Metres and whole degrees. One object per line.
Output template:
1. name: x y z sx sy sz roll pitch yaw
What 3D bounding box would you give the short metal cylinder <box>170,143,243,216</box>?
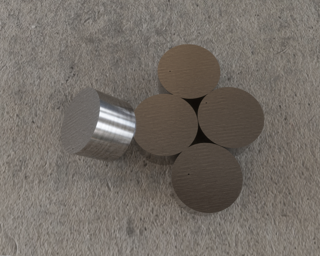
1. short metal cylinder: 0.053 0.063 0.373 0.081 0.050 0.080 0 70 0

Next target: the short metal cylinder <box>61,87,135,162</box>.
1. short metal cylinder: -0.076 -0.003 0.375 0.080 0.050 0.080 -20 61 40

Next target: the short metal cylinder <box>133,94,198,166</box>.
1. short metal cylinder: 0.005 0.003 0.395 0.081 0.050 0.080 0 70 0

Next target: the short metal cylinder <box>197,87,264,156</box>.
1. short metal cylinder: 0.086 -0.006 0.399 0.081 0.050 0.080 0 70 0

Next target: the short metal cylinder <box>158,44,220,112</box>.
1. short metal cylinder: 0.037 -0.065 0.420 0.081 0.050 0.080 0 70 0
